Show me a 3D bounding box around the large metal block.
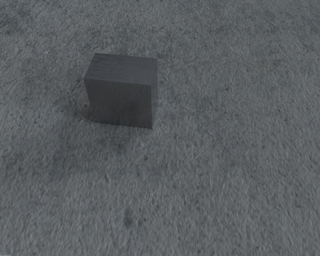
[{"bbox_3d":[-0.047,-0.047,0.407,0.080,0.080,0.050,6,50,5],"label":"large metal block"}]
